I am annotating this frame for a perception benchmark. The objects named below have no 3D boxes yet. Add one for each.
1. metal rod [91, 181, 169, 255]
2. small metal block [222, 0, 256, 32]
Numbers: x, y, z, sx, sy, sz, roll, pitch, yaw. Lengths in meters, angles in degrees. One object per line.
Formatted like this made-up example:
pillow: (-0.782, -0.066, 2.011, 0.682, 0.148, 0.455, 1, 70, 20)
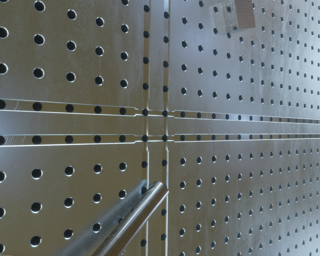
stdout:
metal rod: (-0.082, 0.164, 0.318, 0.302, 0.025, 0.025, -45, 118, -39)
small metal block: (0.134, -0.191, 0.524, 0.050, 0.025, 0.050, -19, 103, -39)
